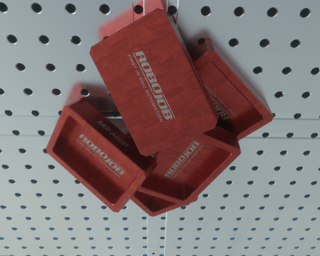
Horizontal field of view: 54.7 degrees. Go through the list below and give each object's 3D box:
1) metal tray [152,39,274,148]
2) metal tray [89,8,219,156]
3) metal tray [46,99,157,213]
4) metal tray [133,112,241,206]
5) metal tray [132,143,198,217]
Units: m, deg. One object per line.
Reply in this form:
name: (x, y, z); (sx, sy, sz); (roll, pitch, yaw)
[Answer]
metal tray: (0.065, -0.033, 0.381); (0.090, 0.030, 0.130); (-36, 122, 26)
metal tray: (-0.005, -0.045, 0.330); (0.090, 0.030, 0.129); (-24, 96, 18)
metal tray: (-0.078, 0.037, 0.398); (0.130, 0.030, 0.089); (40, 124, 6)
metal tray: (0.031, 0.046, 0.408); (0.091, 0.030, 0.129); (23, 126, -19)
metal tray: (-0.011, 0.081, 0.477); (0.090, 0.030, 0.130); (-26, 126, 20)
